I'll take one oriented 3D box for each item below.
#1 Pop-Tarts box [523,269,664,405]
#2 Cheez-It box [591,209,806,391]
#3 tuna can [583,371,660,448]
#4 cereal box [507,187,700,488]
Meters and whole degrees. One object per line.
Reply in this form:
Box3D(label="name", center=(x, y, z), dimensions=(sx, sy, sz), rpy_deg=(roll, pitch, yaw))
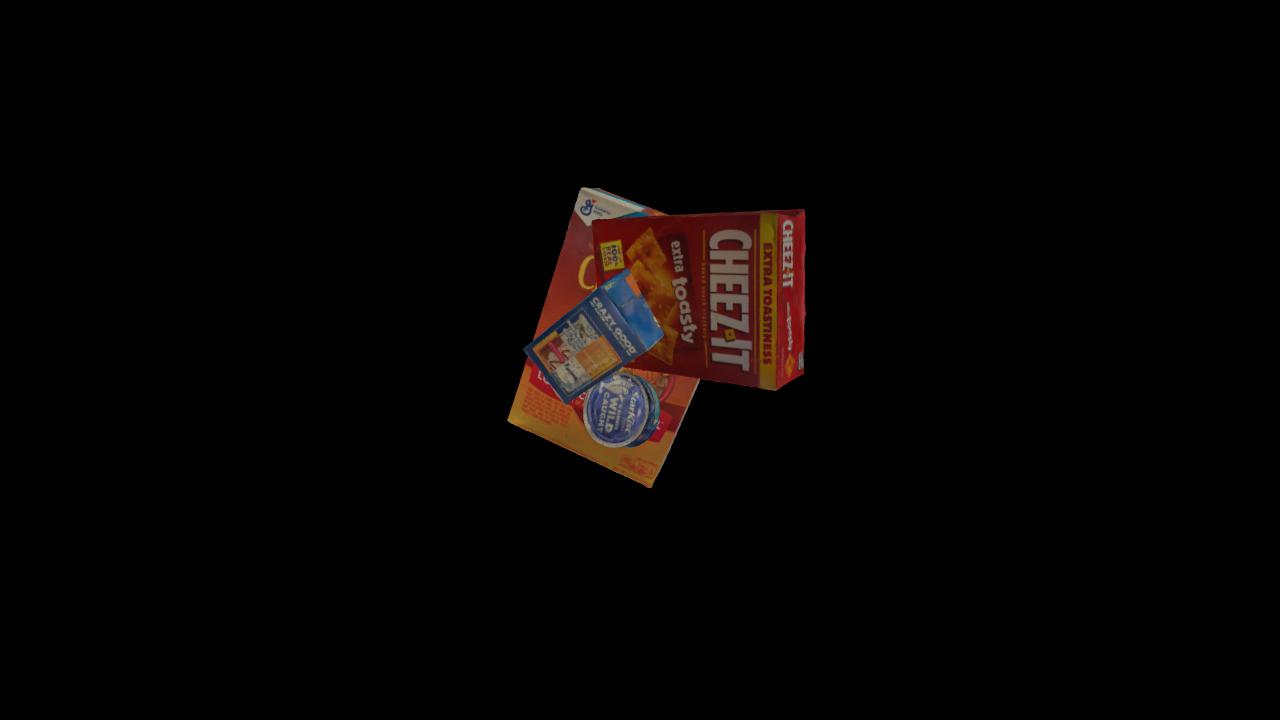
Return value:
Box3D(label="Pop-Tarts box", center=(-0.025, -0.046, 0.703), dimensions=(0.141, 0.083, 0.167), rpy_deg=(-33, 7, 38))
Box3D(label="Cheez-It box", center=(0.056, -0.067, 0.638), dimensions=(0.223, 0.166, 0.071), rpy_deg=(8, 19, 37))
Box3D(label="tuna can", center=(-0.020, 0.056, 0.682), dimensions=(0.084, 0.084, 0.034), rpy_deg=(0, -9, 30))
Box3D(label="cereal box", center=(-0.018, -0.025, 0.730), dimensions=(0.203, 0.306, 0.081), rpy_deg=(24, 20, 7))
